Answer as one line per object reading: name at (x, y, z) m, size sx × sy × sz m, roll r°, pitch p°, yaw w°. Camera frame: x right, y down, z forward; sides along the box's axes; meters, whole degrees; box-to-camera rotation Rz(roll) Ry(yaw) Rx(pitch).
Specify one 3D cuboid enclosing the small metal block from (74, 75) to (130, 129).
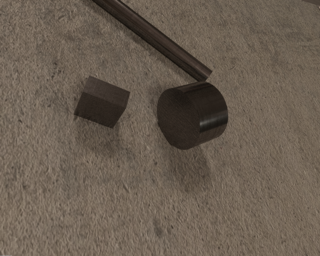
small metal block at (-0.070, -0.029, 0.369) m, size 0.050 × 0.050 × 0.025 m, roll 21°, pitch 54°, yaw -16°

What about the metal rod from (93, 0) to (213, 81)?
metal rod at (-0.044, -0.170, 0.485) m, size 0.301 × 0.025 × 0.025 m, roll 36°, pitch 51°, yaw -4°

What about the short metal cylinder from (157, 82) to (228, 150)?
short metal cylinder at (0.041, -0.017, 0.403) m, size 0.050 × 0.080 × 0.080 m, roll -18°, pitch 72°, yaw -35°
